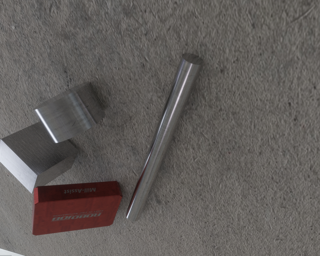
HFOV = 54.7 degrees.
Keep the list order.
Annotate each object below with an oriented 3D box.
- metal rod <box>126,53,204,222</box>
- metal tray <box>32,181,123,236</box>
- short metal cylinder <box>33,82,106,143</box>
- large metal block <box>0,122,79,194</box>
[{"bbox_3d":[-0.005,0.035,0.430,0.025,0.025,0.298,28,128,10],"label":"metal rod"},{"bbox_3d":[-0.135,0.129,0.501,0.131,0.030,0.089,0,132,-25],"label":"metal tray"},{"bbox_3d":[-0.122,-0.022,0.422,0.080,0.080,0.050,-14,111,34],"label":"short metal cylinder"},{"bbox_3d":[-0.193,0.043,0.492,0.080,0.080,0.050,41,130,10],"label":"large metal block"}]
